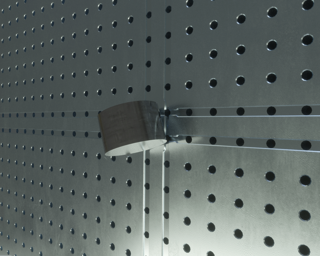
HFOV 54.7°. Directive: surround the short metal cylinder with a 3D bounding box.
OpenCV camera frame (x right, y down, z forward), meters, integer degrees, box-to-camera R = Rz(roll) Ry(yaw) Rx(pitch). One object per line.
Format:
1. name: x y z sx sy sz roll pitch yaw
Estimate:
1. short metal cylinder: -0.036 0.002 0.401 0.080 0.081 0.050 -22 75 37
